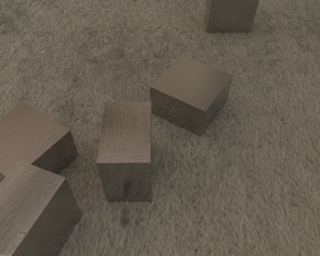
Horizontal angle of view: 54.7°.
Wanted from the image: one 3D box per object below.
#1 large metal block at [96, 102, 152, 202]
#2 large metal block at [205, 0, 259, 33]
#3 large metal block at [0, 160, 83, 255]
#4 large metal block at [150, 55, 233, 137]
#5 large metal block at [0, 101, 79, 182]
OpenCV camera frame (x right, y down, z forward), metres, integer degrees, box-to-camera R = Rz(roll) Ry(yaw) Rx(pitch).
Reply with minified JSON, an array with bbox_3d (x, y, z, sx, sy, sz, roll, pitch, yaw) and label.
[{"bbox_3d":[-0.035,0.027,0.344,0.050,0.080,0.080,0,50,-1],"label":"large metal block"},{"bbox_3d":[0.127,-0.219,0.554,0.081,0.080,0.050,0,50,0],"label":"large metal block"},{"bbox_3d":[-0.123,0.091,0.289,0.050,0.080,0.080,17,52,14],"label":"large metal block"},{"bbox_3d":[0.043,-0.046,0.426,0.080,0.050,0.080,27,55,20],"label":"large metal block"},{"bbox_3d":[-0.158,0.026,0.363,0.080,0.050,0.080,28,55,21],"label":"large metal block"}]
